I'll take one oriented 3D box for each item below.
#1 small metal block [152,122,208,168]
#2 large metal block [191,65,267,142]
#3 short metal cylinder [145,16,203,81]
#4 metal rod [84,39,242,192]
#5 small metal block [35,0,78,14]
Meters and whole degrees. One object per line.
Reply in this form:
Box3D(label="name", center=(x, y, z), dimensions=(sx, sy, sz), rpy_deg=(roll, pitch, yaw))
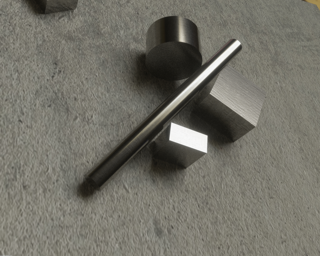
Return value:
Box3D(label="small metal block", center=(0.024, 0.023, 0.388), dimensions=(0.050, 0.050, 0.025), rpy_deg=(20, 54, -17))
Box3D(label="large metal block", center=(0.106, -0.039, 0.471), dimensions=(0.080, 0.050, 0.080), rpy_deg=(35, 51, -6))
Box3D(label="short metal cylinder", center=(0.020, -0.114, 0.450), dimensions=(0.081, 0.080, 0.050), rpy_deg=(13, 56, -21))
Box3D(label="metal rod", center=(0.021, -0.034, 0.404), dimensions=(0.025, 0.025, 0.301), rpy_deg=(44, 61, 2))
Box3D(label="small metal block", center=(-0.152, -0.193, 0.440), dimensions=(0.050, 0.025, 0.050), rpy_deg=(-28, 78, -38))
